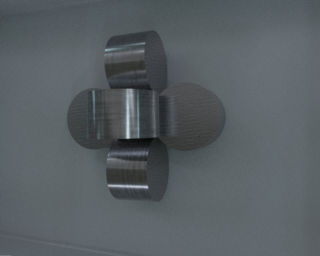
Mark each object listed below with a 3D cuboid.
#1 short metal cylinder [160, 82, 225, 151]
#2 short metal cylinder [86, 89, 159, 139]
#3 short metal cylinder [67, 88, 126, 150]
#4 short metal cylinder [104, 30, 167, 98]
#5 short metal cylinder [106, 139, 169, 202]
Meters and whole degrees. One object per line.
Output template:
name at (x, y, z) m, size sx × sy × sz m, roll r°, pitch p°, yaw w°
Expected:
short metal cylinder at (0.036, -0.013, 0.382) m, size 0.080 × 0.050 × 0.080 m, roll 0°, pitch 90°, yaw 20°
short metal cylinder at (-0.041, -0.014, 0.347) m, size 0.080 × 0.080 × 0.050 m, roll -1°, pitch 90°, yaw 20°
short metal cylinder at (-0.077, -0.012, 0.423) m, size 0.080 × 0.050 × 0.080 m, roll 0°, pitch 90°, yaw 20°
short metal cylinder at (-0.027, -0.078, 0.389) m, size 0.050 × 0.080 × 0.080 m, roll -2°, pitch 90°, yaw 19°
short metal cylinder at (-0.025, 0.050, 0.388) m, size 0.050 × 0.080 × 0.080 m, roll -2°, pitch 90°, yaw 19°
